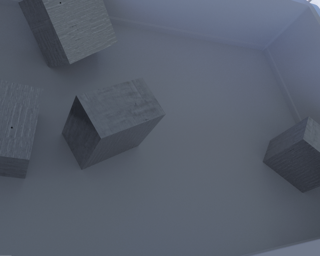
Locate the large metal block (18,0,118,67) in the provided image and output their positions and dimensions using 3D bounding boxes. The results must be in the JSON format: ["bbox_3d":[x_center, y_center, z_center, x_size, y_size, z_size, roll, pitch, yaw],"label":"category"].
[{"bbox_3d":[-0.110,-0.130,0.385,0.080,0.050,0.080,-39,121,-39],"label":"large metal block"}]

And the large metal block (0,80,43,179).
[{"bbox_3d":[-0.165,-0.001,0.301,0.081,0.050,0.080,11,57,-22],"label":"large metal block"}]

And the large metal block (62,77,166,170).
[{"bbox_3d":[-0.054,-0.004,0.344,0.081,0.080,0.050,-22,74,-36],"label":"large metal block"}]

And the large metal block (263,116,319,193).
[{"bbox_3d":[0.217,0.042,0.461,0.080,0.080,0.050,38,51,-3],"label":"large metal block"}]
